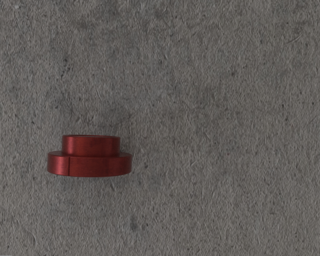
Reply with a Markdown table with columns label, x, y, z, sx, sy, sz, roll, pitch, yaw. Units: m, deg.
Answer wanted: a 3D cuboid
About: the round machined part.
| label | x | y | z | sx | sy | sz | roll | pitch | yaw |
| --- | --- | --- | --- | --- | --- | --- | --- | --- | --- |
| round machined part | -0.083 | 0.030 | 0.373 | 0.099 | 0.098 | 0.042 | 2 | 90 | 0 |
